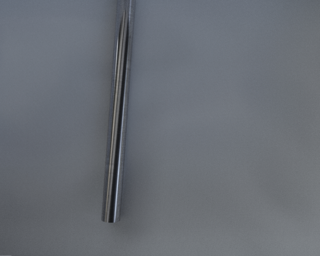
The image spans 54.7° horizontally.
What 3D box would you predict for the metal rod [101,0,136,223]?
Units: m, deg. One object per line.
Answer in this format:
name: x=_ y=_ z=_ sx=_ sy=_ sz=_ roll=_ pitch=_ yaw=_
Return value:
metal rod: x=-0.055 y=-0.027 z=0.410 sx=0.025 sy=0.025 sz=0.298 roll=4 pitch=90 yaw=-1
